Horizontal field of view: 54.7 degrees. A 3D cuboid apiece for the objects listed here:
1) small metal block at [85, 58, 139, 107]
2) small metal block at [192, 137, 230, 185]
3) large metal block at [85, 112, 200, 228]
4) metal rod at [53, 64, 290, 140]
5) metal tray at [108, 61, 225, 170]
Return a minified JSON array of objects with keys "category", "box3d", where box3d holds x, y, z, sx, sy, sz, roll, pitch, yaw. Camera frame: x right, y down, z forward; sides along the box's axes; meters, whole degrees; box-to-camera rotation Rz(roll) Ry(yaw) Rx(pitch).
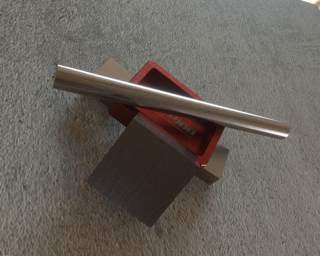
[{"category":"small metal block","box3d":[-0.062,-0.057,0.407,0.050,0.025,0.050,38,51,-3]},{"category":"small metal block","box3d":[0.060,0.040,0.415,0.050,0.025,0.050,33,51,-7]},{"category":"large metal block","box3d":[-0.016,0.041,0.326,0.080,0.080,0.050,37,9,-4]},{"category":"metal rod","box3d":[0.032,-0.024,0.368,0.302,0.025,0.025,12,57,-22]},{"category":"metal tray","box3d":[0.013,-0.015,0.387,0.130,0.030,0.090,37,51,-3]}]
